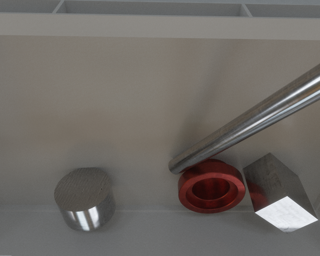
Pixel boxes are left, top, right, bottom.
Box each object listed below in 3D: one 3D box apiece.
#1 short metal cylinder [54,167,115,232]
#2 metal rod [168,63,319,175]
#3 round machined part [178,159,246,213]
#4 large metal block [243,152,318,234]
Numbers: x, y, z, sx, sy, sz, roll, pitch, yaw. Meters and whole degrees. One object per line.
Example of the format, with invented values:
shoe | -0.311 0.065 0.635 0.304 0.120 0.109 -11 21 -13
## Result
short metal cylinder | -0.110 0.105 0.461 0.080 0.080 0.050 -3 130 2
metal rod | 0.084 0.003 0.336 0.025 0.025 0.299 20 151 -17
round machined part | 0.076 0.084 0.471 0.099 0.042 0.097 -1 130 0
large metal block | 0.175 0.096 0.458 0.080 0.080 0.050 36 121 -27
